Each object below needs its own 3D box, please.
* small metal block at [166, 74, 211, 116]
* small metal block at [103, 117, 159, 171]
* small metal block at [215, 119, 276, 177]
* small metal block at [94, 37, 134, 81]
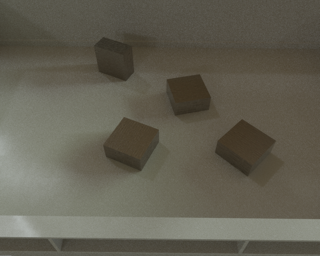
[{"bbox_3d":[0.040,-0.048,0.446,0.050,0.025,0.050,-10,51,-9],"label":"small metal block"},{"bbox_3d":[-0.035,0.019,0.389,0.050,0.025,0.050,20,53,16],"label":"small metal block"},{"bbox_3d":[0.106,0.023,0.386,0.050,0.025,0.050,-37,59,-27],"label":"small metal block"},{"bbox_3d":[-0.069,-0.106,0.477,0.050,0.050,0.025,21,53,16],"label":"small metal block"}]
